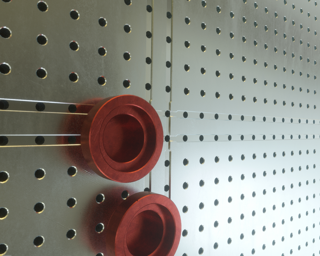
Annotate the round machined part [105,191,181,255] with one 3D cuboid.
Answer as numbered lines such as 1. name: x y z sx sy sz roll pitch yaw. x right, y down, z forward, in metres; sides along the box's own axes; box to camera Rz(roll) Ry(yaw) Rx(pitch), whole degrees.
1. round machined part: -0.024 0.126 0.378 0.099 0.042 0.097 0 90 -40

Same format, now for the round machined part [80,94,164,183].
1. round machined part: -0.046 0.012 0.358 0.099 0.042 0.097 0 90 -40
